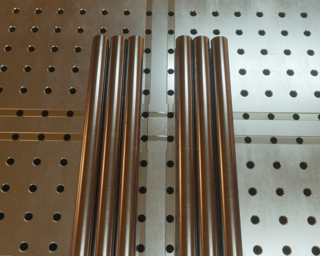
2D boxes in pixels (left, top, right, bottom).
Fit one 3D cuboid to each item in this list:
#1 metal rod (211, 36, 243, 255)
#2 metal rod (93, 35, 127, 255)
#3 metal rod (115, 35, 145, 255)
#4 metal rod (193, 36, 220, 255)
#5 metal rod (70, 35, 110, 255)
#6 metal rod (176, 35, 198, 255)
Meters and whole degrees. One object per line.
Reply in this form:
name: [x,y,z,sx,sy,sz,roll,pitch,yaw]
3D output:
metal rod: [0.085,0.012,0.407,0.025,0.025,0.299,1,70,0]
metal rod: [-0.063,0.011,0.407,0.025,0.025,0.299,1,70,0]
metal rod: [-0.038,0.011,0.407,0.025,0.025,0.299,1,70,0]
metal rod: [0.058,0.011,0.407,0.025,0.025,0.299,1,70,0]
metal rod: [-0.089,0.010,0.407,0.025,0.025,0.299,1,70,0]
metal rod: [0.033,0.011,0.407,0.025,0.025,0.299,1,70,0]
